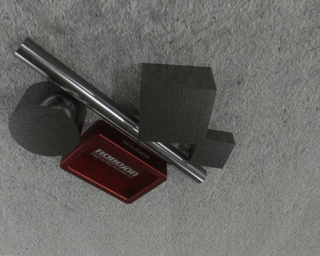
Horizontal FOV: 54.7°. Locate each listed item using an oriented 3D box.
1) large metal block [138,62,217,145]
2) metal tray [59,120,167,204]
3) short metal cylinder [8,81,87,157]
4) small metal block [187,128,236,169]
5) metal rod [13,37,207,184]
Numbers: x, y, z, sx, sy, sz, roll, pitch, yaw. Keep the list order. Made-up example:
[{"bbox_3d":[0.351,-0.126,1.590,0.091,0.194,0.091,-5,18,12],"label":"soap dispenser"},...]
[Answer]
[{"bbox_3d":[0.017,-0.028,0.369,0.081,0.050,0.079,3,130,-3],"label":"large metal block"},{"bbox_3d":[-0.064,0.054,0.451,0.130,0.030,0.090,36,121,-27],"label":"metal tray"},{"bbox_3d":[-0.135,-0.011,0.381,0.081,0.050,0.079,0,130,0],"label":"short metal cylinder"},{"bbox_3d":[0.071,0.028,0.434,0.050,0.025,0.050,10,130,-9],"label":"small metal block"},{"bbox_3d":[-0.044,-0.007,0.401,0.025,0.025,0.301,-37,122,27],"label":"metal rod"}]
